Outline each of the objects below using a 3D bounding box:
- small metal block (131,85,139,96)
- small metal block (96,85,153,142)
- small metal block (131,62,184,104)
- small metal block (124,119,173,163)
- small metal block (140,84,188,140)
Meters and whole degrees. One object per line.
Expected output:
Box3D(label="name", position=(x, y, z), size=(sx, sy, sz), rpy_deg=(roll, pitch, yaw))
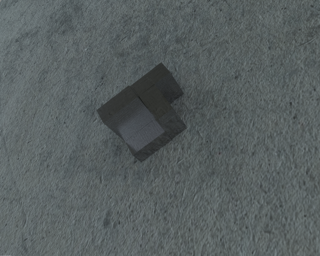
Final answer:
Box3D(label="small metal block", position=(-0.042, -0.022, 0.423), size=(0.050, 0.050, 0.025), rpy_deg=(-37, 51, 3))
Box3D(label="small metal block", position=(-0.042, -0.017, 0.388), size=(0.050, 0.050, 0.025), rpy_deg=(-37, 51, 3))
Box3D(label="small metal block", position=(-0.002, -0.052, 0.421), size=(0.050, 0.050, 0.025), rpy_deg=(-37, 51, 3))
Box3D(label="small metal block", position=(-0.020, 0.009, 0.409), size=(0.050, 0.025, 0.050), rpy_deg=(-36, 51, 3))
Box3D(label="small metal block", position=(0.005, -0.020, 0.398), size=(0.025, 0.050, 0.050), rpy_deg=(-37, 51, 3))
